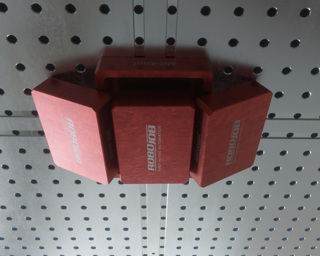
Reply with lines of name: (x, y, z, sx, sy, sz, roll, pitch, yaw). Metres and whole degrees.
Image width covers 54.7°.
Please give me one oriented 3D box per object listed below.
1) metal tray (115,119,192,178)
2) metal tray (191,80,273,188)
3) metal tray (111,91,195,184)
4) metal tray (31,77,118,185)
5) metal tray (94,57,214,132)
metal tray: (-0.006, 0.030, 0.435, 0.131, 0.030, 0.089, 0, 131, -1)
metal tray: (0.086, 0.011, 0.394, 0.091, 0.030, 0.129, -19, 134, -21)
metal tray: (-0.007, 0.016, 0.382, 0.091, 0.030, 0.129, 0, 130, 0)
metal tray: (-0.101, 0.007, 0.389, 0.090, 0.030, 0.129, 17, 134, 19)
metal tray: (-0.007, -0.038, 0.375, 0.131, 0.030, 0.089, 0, 131, -1)
